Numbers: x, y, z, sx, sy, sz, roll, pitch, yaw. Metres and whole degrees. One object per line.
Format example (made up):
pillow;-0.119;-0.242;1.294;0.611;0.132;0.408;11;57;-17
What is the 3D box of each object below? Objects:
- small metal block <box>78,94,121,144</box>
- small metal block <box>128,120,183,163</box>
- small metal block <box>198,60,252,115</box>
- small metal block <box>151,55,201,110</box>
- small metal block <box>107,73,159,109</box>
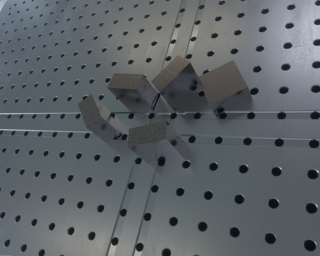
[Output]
small metal block;-0.087;-0.013;0.447;0.025;0.050;0.050;-35;51;6
small metal block;-0.005;0.018;0.384;0.050;0.050;0.025;-12;57;21
small metal block;0.082;-0.052;0.398;0.050;0.025;0.050;-25;53;13
small metal block;0.024;-0.060;0.418;0.050;0.050;0.025;-45;51;-3
small metal block;-0.038;-0.053;0.446;0.050;0.050;0.025;8;66;31
